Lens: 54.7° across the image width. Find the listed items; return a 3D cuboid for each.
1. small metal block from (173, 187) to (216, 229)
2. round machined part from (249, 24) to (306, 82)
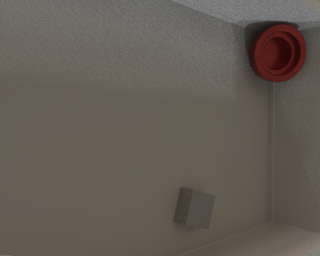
[{"bbox_3d":[0.051,0.117,0.452,0.050,0.025,0.050,23,76,-38],"label":"small metal block"},{"bbox_3d":[0.203,-0.132,0.551,0.099,0.042,0.097,-2,103,-11],"label":"round machined part"}]
